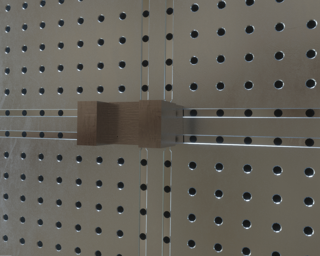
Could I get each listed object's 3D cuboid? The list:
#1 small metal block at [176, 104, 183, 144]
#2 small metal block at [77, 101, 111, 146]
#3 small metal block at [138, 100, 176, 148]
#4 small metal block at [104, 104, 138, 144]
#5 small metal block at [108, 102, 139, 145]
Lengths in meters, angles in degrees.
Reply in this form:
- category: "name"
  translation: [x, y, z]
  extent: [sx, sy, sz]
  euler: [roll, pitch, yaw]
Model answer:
- category: "small metal block"
  translation: [0.011, -0.004, 0.394]
  extent: [0.025, 0.050, 0.050]
  euler: [-1, 90, 20]
- category: "small metal block"
  translation: [-0.073, -0.005, 0.370]
  extent: [0.025, 0.050, 0.050]
  euler: [1, 90, 20]
- category: "small metal block"
  translation: [-0.002, -0.004, 0.344]
  extent: [0.025, 0.050, 0.050]
  euler: [1, 90, 20]
- category: "small metal block"
  translation: [-0.051, -0.005, 0.415]
  extent: [0.025, 0.050, 0.050]
  euler: [1, 90, 20]
- category: "small metal block"
  translation: [-0.033, -0.006, 0.371]
  extent: [0.050, 0.025, 0.050]
  euler: [1, 90, 19]
